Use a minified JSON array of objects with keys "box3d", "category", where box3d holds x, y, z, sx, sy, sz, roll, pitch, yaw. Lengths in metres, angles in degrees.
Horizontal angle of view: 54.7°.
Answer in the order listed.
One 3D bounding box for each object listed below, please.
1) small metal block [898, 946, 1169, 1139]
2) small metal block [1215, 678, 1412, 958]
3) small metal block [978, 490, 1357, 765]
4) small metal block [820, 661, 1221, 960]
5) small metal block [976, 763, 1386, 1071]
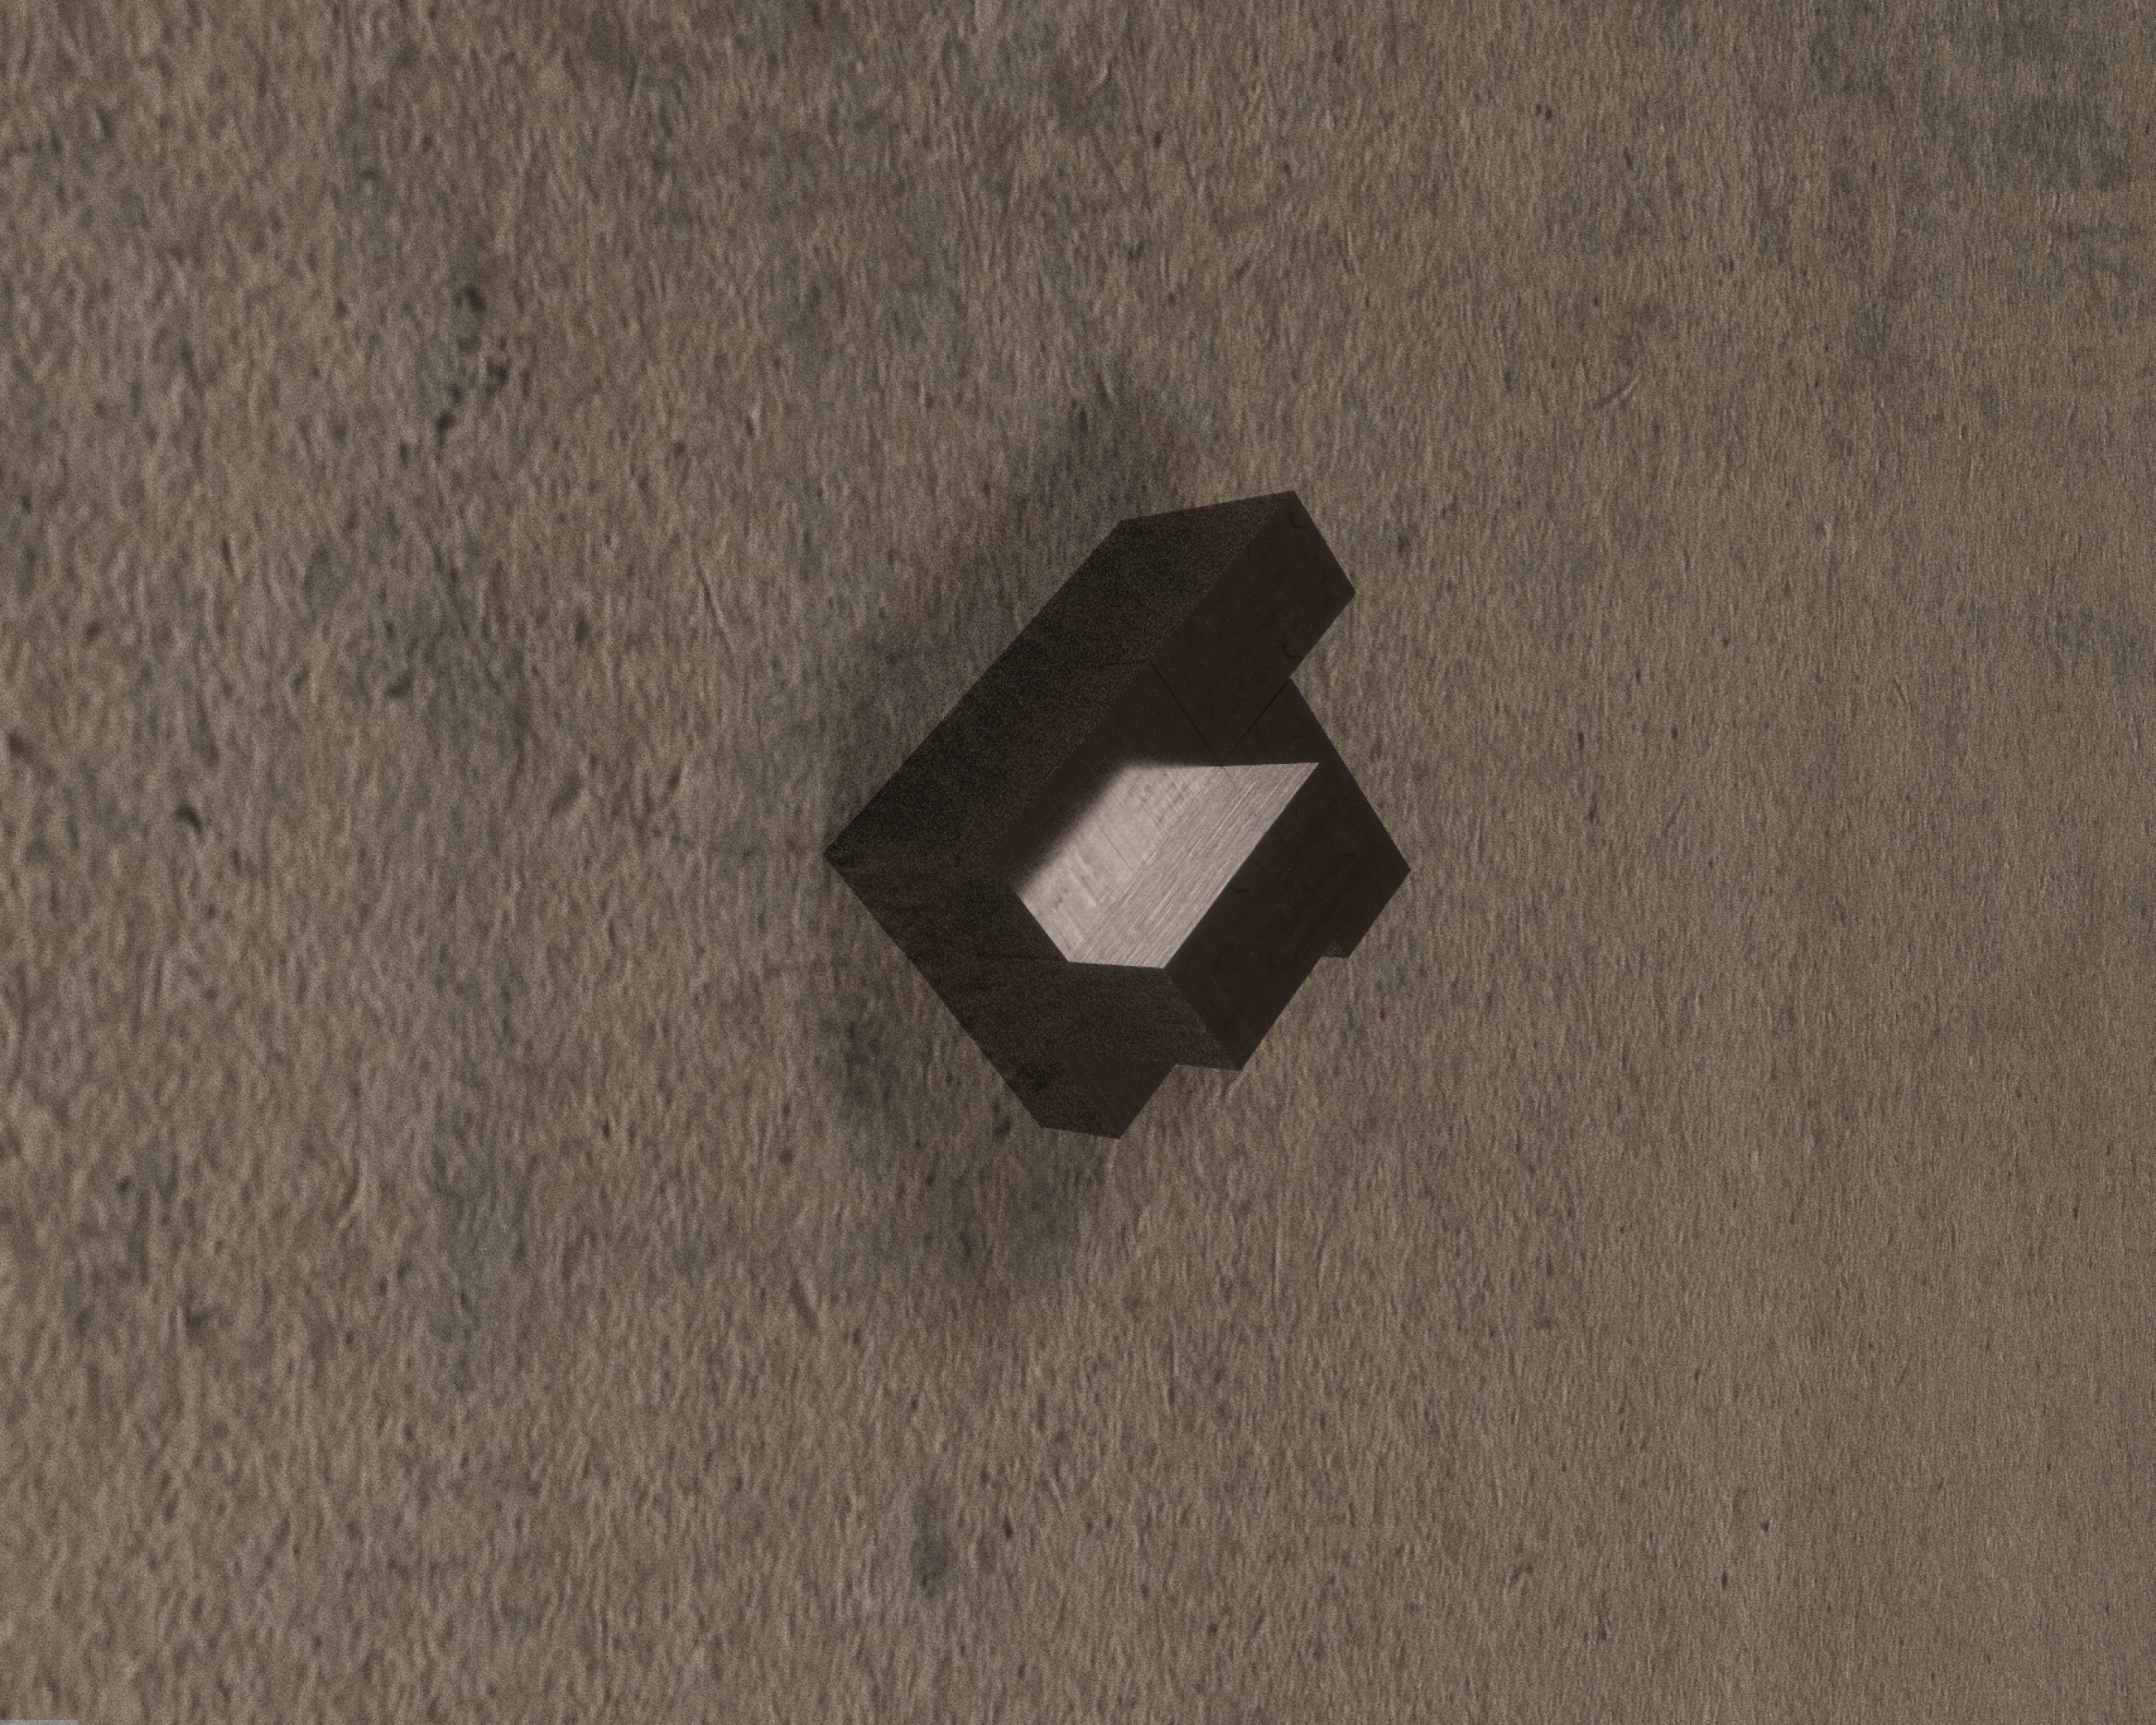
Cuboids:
[{"box3d":[0.001,0.018,0.409,0.050,0.025,0.050,-50,120,-28],"category":"small metal block"},{"box3d":[0.030,-0.008,0.417,0.025,0.050,0.050,-51,120,-28],"category":"small metal block"},{"box3d":[0.017,-0.044,0.406,0.050,0.050,0.025,-51,121,-28],"category":"small metal block"},{"box3d":[-0.011,-0.010,0.382,0.050,0.050,0.025,-51,121,-28],"category":"small metal block"},{"box3d":[0.018,0.009,0.375,0.050,0.050,0.025,-51,121,-28],"category":"small metal block"}]
